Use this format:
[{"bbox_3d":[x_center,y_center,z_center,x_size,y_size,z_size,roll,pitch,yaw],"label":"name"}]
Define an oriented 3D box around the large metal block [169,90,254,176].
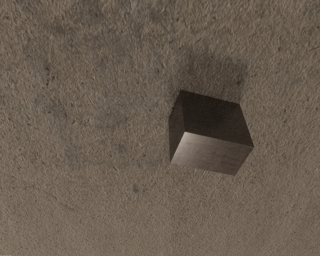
[{"bbox_3d":[0.057,0.005,0.376,0.081,0.080,0.050,12,129,-11],"label":"large metal block"}]
